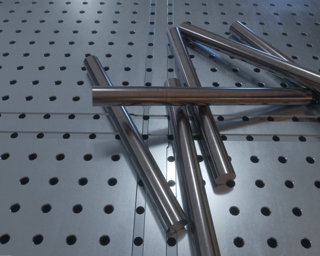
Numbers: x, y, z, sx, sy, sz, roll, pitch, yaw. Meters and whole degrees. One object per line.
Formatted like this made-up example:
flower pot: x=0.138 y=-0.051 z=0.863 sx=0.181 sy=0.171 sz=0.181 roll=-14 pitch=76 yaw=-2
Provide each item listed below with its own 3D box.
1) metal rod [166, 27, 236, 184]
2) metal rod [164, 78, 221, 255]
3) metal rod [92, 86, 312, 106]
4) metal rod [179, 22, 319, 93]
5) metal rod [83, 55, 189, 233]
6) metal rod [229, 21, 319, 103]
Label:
metal rod: x=0.050 y=-0.054 z=0.453 sx=0.025 sy=0.025 sz=0.300 roll=-8 pitch=50 yaw=-6
metal rod: x=0.035 y=0.049 z=0.367 sx=0.025 sy=0.025 sz=0.300 roll=-5 pitch=50 yaw=-4
metal rod: x=0.065 y=-0.042 z=0.410 sx=0.302 sy=0.025 sz=0.025 roll=-1 pitch=49 yaw=-14
metal rod: x=0.150 y=-0.109 z=0.482 sx=0.300 sy=0.025 sz=0.025 roll=33 pitch=57 yaw=31
metal rod: x=-0.046 y=-0.002 z=0.409 sx=0.025 sy=0.025 sz=0.300 roll=-20 pitch=53 yaw=-16
metal rod: x=0.211 y=-0.083 z=0.478 sx=0.025 sy=0.025 sz=0.300 roll=-24 pitch=54 yaw=-19
